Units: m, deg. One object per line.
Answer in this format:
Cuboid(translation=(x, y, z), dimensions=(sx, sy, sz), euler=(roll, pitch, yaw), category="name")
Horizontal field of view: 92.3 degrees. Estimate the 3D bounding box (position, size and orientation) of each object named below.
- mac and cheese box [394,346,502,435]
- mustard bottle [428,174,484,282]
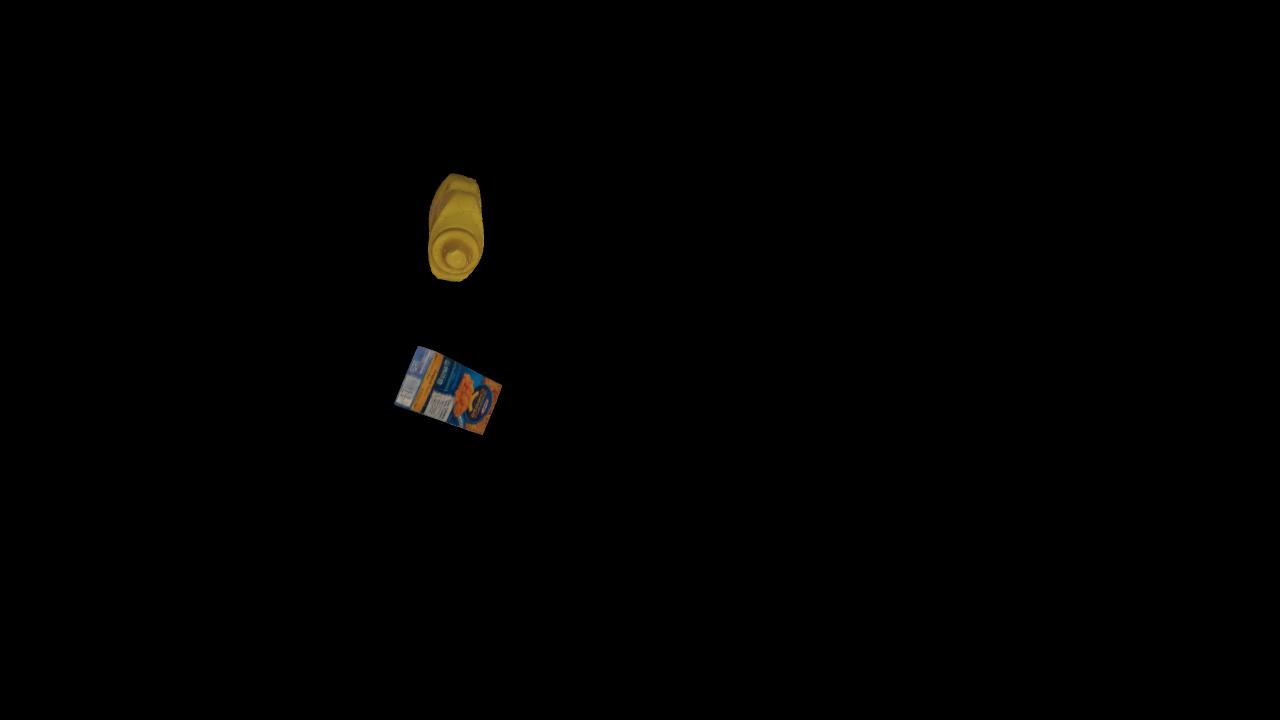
Cuboid(translation=(-0.290, 0.052, 0.952), dimensions=(0.041, 0.093, 0.184), euler=(13, -12, 23), category="mac and cheese box")
Cuboid(translation=(-0.185, -0.127, 0.616), dimensions=(0.054, 0.092, 0.184), euler=(18, 19, -24), category="mustard bottle")
